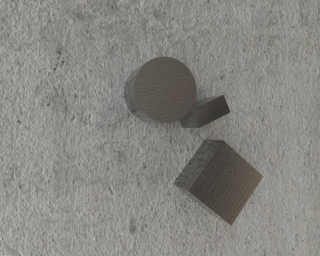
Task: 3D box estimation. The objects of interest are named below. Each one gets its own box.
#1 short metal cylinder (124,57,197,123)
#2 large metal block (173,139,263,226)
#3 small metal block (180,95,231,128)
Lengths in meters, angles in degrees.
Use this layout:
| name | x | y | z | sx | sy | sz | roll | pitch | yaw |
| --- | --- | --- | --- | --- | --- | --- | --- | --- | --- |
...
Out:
| name | x | y | z | sx | sy | sz | roll | pitch | yaw |
| --- | --- | --- | --- | --- | --- | --- | --- | --- | --- |
| short metal cylinder | -0.001 | -0.046 | 0.396 | 0.081 | 0.050 | 0.079 | 0 | 90 | -21 |
| large metal block | 0.079 | 0.072 | 0.427 | 0.080 | 0.050 | 0.080 | 41 | 77 | -16 |
| small metal block | 0.057 | -0.022 | 0.418 | 0.050 | 0.050 | 0.025 | -26 | 99 | -18 |
